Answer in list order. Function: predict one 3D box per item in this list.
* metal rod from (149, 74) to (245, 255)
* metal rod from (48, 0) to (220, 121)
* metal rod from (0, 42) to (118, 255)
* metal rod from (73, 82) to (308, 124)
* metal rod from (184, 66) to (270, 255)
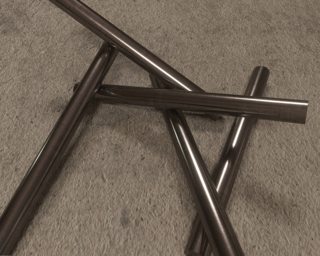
[{"bbox_3d":[0.029,0.019,0.366,0.025,0.025,0.300,-10,44,-9],"label":"metal rod"},{"bbox_3d":[-0.039,-0.107,0.421,0.301,0.025,0.025,36,56,-1],"label":"metal rod"},{"bbox_3d":[-0.115,0.003,0.371,0.025,0.025,0.300,14,60,11],"label":"metal rod"},{"bbox_3d":[0.017,-0.035,0.384,0.301,0.025,0.025,8,49,25],"label":"metal rod"},{"bbox_3d":[0.095,0.020,0.387,0.025,0.025,0.301,19,52,15],"label":"metal rod"}]
